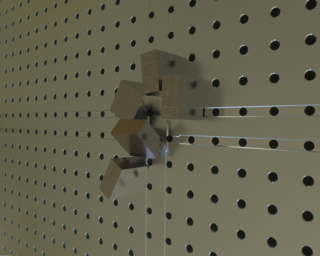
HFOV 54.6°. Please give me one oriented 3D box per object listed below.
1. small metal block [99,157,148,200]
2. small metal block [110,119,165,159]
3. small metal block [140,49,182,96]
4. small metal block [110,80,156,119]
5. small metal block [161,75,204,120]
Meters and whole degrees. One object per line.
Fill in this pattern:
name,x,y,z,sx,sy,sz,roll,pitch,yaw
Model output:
small metal block,-0.051,0.069,0.437,0.025,0.050,0.050,38,113,33
small metal block,-0.030,0.014,0.416,0.050,0.050,0.025,2,50,40
small metal block,0.004,-0.067,0.391,0.025,0.050,0.050,-8,85,40
small metal block,-0.040,-0.035,0.444,0.050,0.025,0.050,37,113,34
small metal block,0.028,-0.035,0.371,0.025,0.050,0.050,3,92,40
